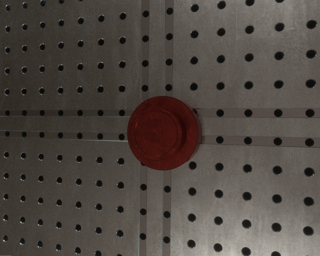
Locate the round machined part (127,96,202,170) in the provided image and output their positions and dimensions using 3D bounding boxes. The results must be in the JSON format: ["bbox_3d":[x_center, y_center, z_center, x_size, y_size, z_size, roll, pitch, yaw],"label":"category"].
[{"bbox_3d":[0.001,0.007,0.402,0.098,0.042,0.097,0,90,19],"label":"round machined part"}]
